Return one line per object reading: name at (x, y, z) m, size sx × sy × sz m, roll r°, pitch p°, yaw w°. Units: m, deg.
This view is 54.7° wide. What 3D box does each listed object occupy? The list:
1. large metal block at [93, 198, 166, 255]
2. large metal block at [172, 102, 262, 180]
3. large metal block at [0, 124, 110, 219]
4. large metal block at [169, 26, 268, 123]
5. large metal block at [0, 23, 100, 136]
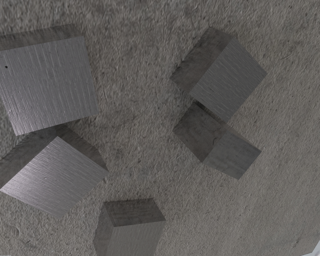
large metal block at (-0.047, 0.155, 0.461) m, size 0.081 × 0.050 × 0.079 m, roll 3°, pitch 117°, yaw -30°
large metal block at (0.077, 0.018, 0.424) m, size 0.080 × 0.080 × 0.050 m, roll 27°, pitch 103°, yaw -38°
large metal block at (-0.120, 0.045, 0.353) m, size 0.080 × 0.050 × 0.080 m, roll -43°, pitch 130°, yaw 1°
large metal block at (0.074, -0.066, 0.390) m, size 0.080 × 0.050 × 0.080 m, roll 31°, pitch 101°, yaw -38°
large metal block at (-0.111, -0.049, 0.300) m, size 0.081 × 0.050 × 0.079 m, roll -17°, pitch 125°, yaw -19°
